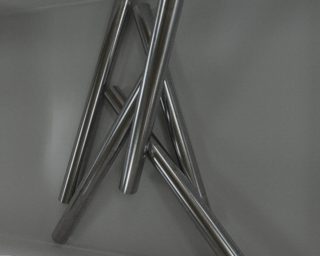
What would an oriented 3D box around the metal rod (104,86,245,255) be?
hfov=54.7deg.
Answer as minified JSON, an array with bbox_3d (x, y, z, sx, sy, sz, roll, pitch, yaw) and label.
[{"bbox_3d":[0.017,0.061,0.380,0.025,0.025,0.300,-43,68,15],"label":"metal rod"}]

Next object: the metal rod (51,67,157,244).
[{"bbox_3d":[-0.076,0.045,0.411,0.025,0.025,0.298,38,112,16],"label":"metal rod"}]

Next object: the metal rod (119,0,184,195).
[{"bbox_3d":[-0.008,-0.051,0.339,0.025,0.025,0.298,24,117,18],"label":"metal rod"}]

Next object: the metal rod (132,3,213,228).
[{"bbox_3d":[0.016,-0.020,0.404,0.025,0.025,0.299,-18,84,19],"label":"metal rod"}]

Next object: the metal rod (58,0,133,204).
[{"bbox_3d":[-0.094,-0.034,0.443,0.025,0.025,0.298,19,96,19],"label":"metal rod"}]
